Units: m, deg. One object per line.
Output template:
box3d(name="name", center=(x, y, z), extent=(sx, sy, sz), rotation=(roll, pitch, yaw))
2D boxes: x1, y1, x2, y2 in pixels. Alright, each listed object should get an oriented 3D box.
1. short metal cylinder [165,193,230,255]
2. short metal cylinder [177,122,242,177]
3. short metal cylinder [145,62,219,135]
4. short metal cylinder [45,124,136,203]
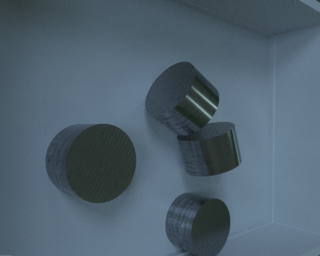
box3d(name="short metal cylinder", center=(0.054, 0.136, 0.439), extent=(0.081, 0.050, 0.079), rotation=(0, 90, -40))
box3d(name="short metal cylinder", center=(0.068, 0.027, 0.431), extent=(0.081, 0.080, 0.050), rotation=(-24, 106, -38))
box3d(name="short metal cylinder", center=(0.028, -0.037, 0.396), extent=(0.050, 0.080, 0.080), rotation=(37, 67, -34))
box3d(name="short metal cylinder", center=(-0.073, 0.035, 0.331), extent=(0.081, 0.050, 0.079), rotation=(0, 90, -40))
